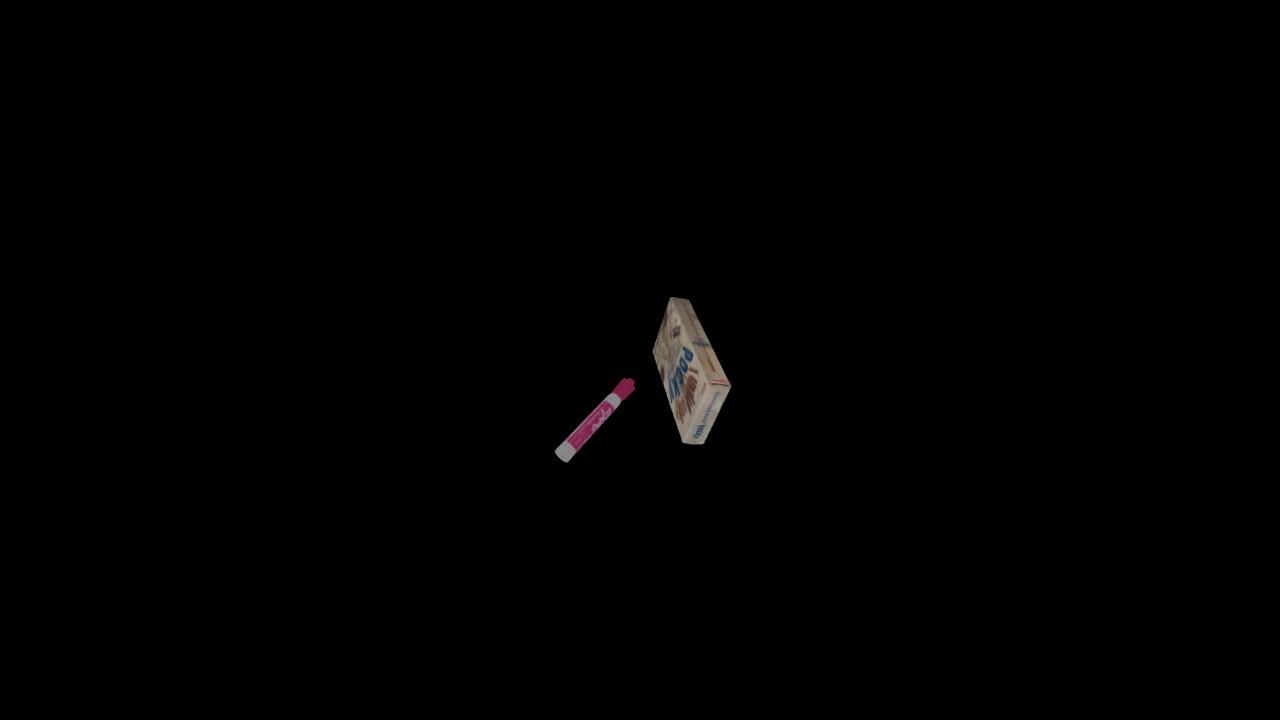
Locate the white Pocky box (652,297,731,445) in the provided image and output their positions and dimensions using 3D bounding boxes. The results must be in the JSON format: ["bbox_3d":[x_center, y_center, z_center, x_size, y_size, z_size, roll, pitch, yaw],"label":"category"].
[{"bbox_3d":[0.051,0.008,0.663,0.028,0.084,0.154,5,37,-19],"label":"white Pocky box"}]

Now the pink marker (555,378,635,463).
[{"bbox_3d":[-0.047,0.064,0.681,0.121,0.020,0.020,-47,24,-25],"label":"pink marker"}]
